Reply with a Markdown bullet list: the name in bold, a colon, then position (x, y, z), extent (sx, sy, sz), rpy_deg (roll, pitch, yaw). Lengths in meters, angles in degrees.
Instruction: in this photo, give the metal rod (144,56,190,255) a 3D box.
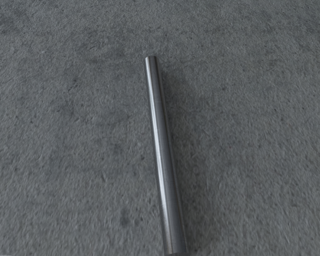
- **metal rod**: position (0.002, 0.010, 0.394), extent (0.025, 0.025, 0.300), rpy_deg (-4, 50, -4)
